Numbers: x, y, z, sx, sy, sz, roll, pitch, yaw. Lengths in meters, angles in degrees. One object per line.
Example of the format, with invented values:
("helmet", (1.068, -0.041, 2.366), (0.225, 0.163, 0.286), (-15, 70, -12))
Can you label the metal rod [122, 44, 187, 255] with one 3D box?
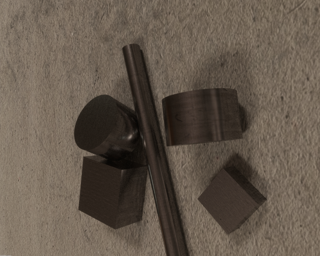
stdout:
("metal rod", (-0.008, 0.031, 0.409), (0.025, 0.025, 0.299), (-21, 77, 38))

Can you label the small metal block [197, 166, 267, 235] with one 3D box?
("small metal block", (0.078, 0.078, 0.340), (0.050, 0.025, 0.050), (48, 118, 29))

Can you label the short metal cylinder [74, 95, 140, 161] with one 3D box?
("short metal cylinder", (-0.072, 0.001, 0.429), (0.080, 0.050, 0.080), (-18, 58, 31))

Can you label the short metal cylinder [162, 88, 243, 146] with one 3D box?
("short metal cylinder", (0.044, -0.009, 0.331), (0.080, 0.081, 0.050), (-10, 84, 39))

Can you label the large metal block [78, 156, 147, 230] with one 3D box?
("large metal block", (-0.068, 0.086, 0.442), (0.080, 0.050, 0.079), (12, 97, 39))
